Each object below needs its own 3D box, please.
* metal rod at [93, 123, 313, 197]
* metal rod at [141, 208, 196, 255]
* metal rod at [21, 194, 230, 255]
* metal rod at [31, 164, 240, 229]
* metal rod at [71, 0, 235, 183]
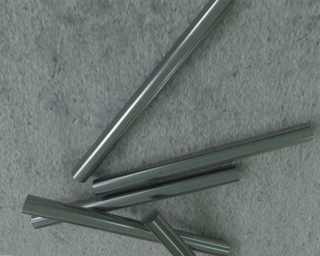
[{"bbox_3d":[0.054,0.045,0.427,0.301,0.025,0.025,-16,110,5],"label":"metal rod"},{"bbox_3d":[0.063,0.222,0.466,0.025,0.025,0.299,-30,118,10],"label":"metal rod"},{"bbox_3d":[-0.037,0.144,0.442,0.302,0.025,0.025,18,109,-15],"label":"metal rod"},{"bbox_3d":[-0.038,0.100,0.446,0.301,0.025,0.025,-14,110,4],"label":"metal rod"},{"bbox_3d":[-0.018,-0.042,0.394,0.025,0.025,0.299,37,105,-13],"label":"metal rod"}]
